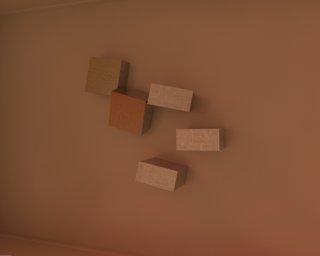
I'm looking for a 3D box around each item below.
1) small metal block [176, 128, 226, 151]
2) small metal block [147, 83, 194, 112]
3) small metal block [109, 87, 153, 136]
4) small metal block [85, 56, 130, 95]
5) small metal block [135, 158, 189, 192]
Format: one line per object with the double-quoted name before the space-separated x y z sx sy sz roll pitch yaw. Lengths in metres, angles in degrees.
"small metal block" 0.051 0.013 0.379 0.050 0.050 0.025 -1 90 20
"small metal block" 0.015 -0.037 0.386 0.050 0.050 0.025 11 94 6
"small metal block" -0.039 -0.023 0.415 0.050 0.025 0.050 18 117 18
"small metal block" -0.074 -0.071 0.437 0.050 0.025 0.050 10 93 20
"small metal block" 0.004 0.058 0.396 0.050 0.050 0.025 12 94 19
